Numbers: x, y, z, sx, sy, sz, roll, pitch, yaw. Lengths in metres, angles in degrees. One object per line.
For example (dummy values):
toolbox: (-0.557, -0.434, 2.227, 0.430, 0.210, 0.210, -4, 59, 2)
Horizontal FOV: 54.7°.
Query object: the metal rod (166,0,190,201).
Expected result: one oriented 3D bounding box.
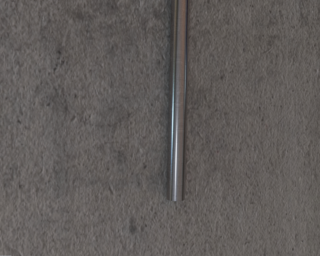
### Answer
metal rod: (0.025, -0.053, 0.419, 0.025, 0.025, 0.298, 2, 90, -20)
